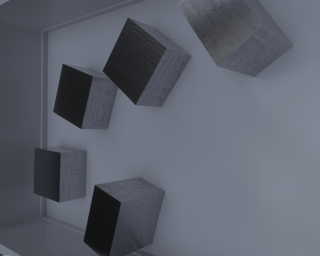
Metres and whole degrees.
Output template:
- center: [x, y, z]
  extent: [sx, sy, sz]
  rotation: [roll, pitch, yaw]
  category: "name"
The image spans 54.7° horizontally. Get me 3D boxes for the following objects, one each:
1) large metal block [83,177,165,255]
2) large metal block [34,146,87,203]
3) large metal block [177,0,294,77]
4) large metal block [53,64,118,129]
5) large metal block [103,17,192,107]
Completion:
- center: [-0.046, 0.116, 0.409]
  extent: [0.050, 0.081, 0.079]
  rotation: [22, 104, 38]
  category: "large metal block"
- center: [-0.173, 0.076, 0.533]
  extent: [0.080, 0.050, 0.079]
  rotation: [4, 93, 40]
  category: "large metal block"
- center: [0.076, -0.102, 0.308]
  extent: [0.050, 0.081, 0.080]
  rotation: [-41, 65, 32]
  category: "large metal block"
- center: [-0.117, -0.049, 0.488]
  extent: [0.080, 0.050, 0.079]
  rotation: [26, 106, 37]
  category: "large metal block"
- center: [-0.019, -0.084, 0.406]
  extent: [0.080, 0.050, 0.080]
  rotation: [46, 117, 30]
  category: "large metal block"
